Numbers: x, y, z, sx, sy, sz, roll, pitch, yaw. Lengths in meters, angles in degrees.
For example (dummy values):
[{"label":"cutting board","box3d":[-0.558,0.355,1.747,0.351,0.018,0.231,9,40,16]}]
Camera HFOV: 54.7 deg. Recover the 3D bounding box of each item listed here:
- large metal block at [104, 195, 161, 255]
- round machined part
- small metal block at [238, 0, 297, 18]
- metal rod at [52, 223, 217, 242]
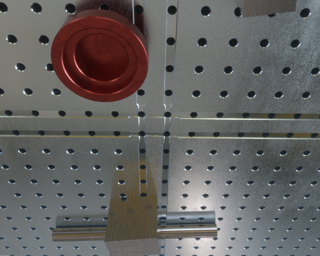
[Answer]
[{"label":"large metal block","box3d":[-0.042,0.162,0.513,0.080,0.080,0.050,-5,130,4]},{"label":"round machined part","box3d":[-0.061,-0.079,0.332,0.099,0.042,0.097,-1,130,0]},{"label":"small metal block","box3d":[0.103,-0.138,0.296,0.050,0.025,0.050,-6,130,4]},{"label":"metal rod","box3d":[-0.046,0.195,0.576,0.302,0.025,0.025,-2,130,1]}]
